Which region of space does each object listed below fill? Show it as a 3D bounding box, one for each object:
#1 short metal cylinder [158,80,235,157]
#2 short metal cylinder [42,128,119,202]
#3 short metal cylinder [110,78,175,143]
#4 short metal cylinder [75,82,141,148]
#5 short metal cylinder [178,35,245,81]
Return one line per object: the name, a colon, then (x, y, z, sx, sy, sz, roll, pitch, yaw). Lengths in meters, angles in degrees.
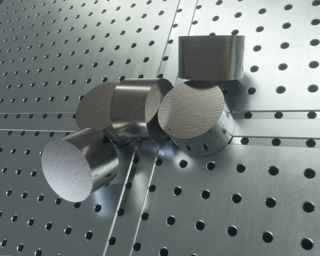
short metal cylinder: (0.045, -0.012, 0.374, 0.080, 0.050, 0.080, -13, 56, 20)
short metal cylinder: (-0.100, 0.045, 0.389, 0.080, 0.050, 0.079, 9, 110, 26)
short metal cylinder: (-0.018, -0.023, 0.395, 0.050, 0.080, 0.080, 5, 64, 30)
short metal cylinder: (-0.070, -0.018, 0.437, 0.080, 0.050, 0.080, -13, 56, 20)
short metal cylinder: (0.063, -0.088, 0.385, 0.080, 0.081, 0.050, 9, 108, 32)
